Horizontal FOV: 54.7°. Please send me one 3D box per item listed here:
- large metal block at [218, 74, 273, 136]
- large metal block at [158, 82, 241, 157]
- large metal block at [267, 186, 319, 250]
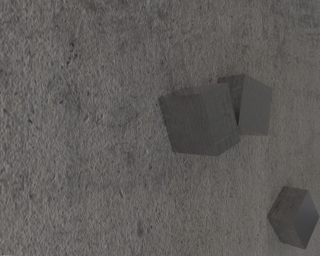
[{"bbox_3d":[0.134,-0.034,0.500,0.081,0.050,0.080,15,81,-39],"label":"large metal block"},{"bbox_3d":[0.051,-0.011,0.411,0.050,0.080,0.080,-26,106,-37],"label":"large metal block"},{"bbox_3d":[0.264,0.175,0.609,0.080,0.050,0.080,-47,118,-30],"label":"large metal block"}]
